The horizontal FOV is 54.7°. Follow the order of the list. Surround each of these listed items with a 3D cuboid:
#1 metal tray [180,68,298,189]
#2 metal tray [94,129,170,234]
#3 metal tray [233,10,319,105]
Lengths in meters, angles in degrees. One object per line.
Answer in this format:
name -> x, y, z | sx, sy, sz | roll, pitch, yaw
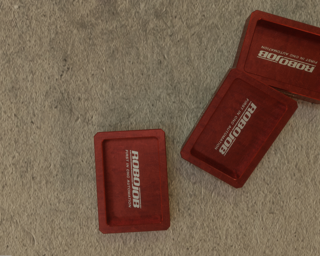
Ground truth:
metal tray -> 0.096, 0.000, 0.391 | 0.090, 0.030, 0.129 | 30, 105, 0
metal tray -> -0.035, 0.067, 0.407 | 0.091, 0.030, 0.129 | -3, 90, 0
metal tray -> 0.169, -0.091, 0.408 | 0.131, 0.030, 0.090 | 16, 90, 0
